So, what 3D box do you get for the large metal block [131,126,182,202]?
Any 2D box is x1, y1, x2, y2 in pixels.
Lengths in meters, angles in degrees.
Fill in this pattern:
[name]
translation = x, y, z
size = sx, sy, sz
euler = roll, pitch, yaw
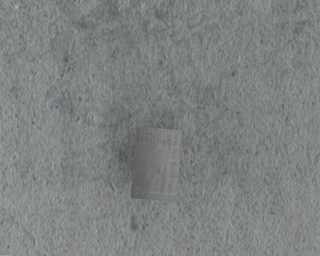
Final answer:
[large metal block]
translation = -0.004, 0.040, 0.382
size = 0.050, 0.080, 0.080
euler = 5, 90, 0
